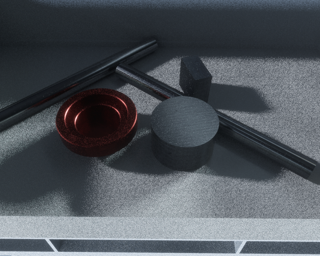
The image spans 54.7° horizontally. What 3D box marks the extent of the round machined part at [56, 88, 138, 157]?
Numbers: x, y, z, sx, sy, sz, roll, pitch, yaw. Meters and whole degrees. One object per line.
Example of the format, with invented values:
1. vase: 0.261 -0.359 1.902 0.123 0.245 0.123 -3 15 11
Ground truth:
1. round machined part: -0.078 -0.003 0.395 0.099 0.042 0.098 0 50 0

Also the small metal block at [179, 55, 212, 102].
1. small metal block: 0.050 -0.068 0.447 0.025 0.050 0.050 -15 52 -13

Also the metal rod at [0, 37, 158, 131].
1. metal rod: -0.126 -0.068 0.460 0.302 0.025 0.025 -34 58 -25

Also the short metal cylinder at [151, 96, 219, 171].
1. short metal cylinder: 0.029 0.006 0.384 0.081 0.050 0.080 0 50 0

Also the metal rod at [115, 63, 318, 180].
1. metal rod: 0.059 -0.020 0.422 0.300 0.025 0.025 30 56 22
